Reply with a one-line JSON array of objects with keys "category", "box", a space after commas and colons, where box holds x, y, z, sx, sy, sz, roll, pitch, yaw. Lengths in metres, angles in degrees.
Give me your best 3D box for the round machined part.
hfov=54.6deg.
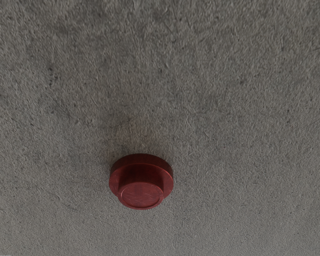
[{"category": "round machined part", "box": [-0.029, 0.087, 0.470, 0.099, 0.042, 0.097, 0, 130, 0]}]
